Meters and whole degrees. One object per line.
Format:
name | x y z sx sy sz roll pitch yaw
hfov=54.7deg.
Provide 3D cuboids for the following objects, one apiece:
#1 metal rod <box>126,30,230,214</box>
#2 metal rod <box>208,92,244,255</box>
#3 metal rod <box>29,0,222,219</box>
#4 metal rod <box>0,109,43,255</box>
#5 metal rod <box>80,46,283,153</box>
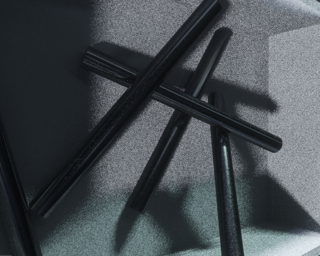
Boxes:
metal rod | 0.033 -0.023 0.436 0.025 0.025 0.300 42 65 -32
metal rod | 0.084 0.073 0.397 0.025 0.025 0.300 33 44 -36
metal rod | -0.028 -0.032 0.339 0.300 0.025 0.025 -51 122 -12
metal rod | -0.148 0.025 0.283 0.025 0.025 0.298 -19 102 -39
metal rod | 0.045 -0.027 0.400 0.302 0.025 0.025 22 76 -24
